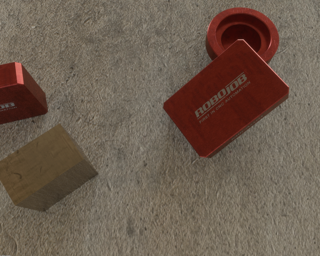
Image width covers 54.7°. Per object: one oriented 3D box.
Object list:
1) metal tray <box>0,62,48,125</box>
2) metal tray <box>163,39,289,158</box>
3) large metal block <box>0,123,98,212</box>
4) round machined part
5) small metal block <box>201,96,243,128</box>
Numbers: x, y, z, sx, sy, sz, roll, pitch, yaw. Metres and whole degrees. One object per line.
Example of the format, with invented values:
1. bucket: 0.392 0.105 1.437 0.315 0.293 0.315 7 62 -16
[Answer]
1. metal tray: -0.220 -0.033 0.383 0.131 0.090 0.030 -14 71 -5
2. metal tray: 0.080 -0.035 0.389 0.130 0.030 0.090 -40 71 12
3. large metal block: -0.127 0.049 0.360 0.080 0.080 0.050 -35 74 -12
4. round machined part: 0.114 -0.120 0.444 0.099 0.042 0.098 0 70 0
5. small metal block: 0.080 -0.022 0.417 0.050 0.025 0.050 15 71 5
